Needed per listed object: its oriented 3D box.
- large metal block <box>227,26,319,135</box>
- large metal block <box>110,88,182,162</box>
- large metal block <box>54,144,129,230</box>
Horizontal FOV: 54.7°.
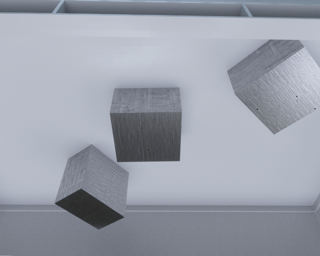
[{"bbox_3d":[0.137,-0.051,0.352,0.080,0.050,0.080,-36,122,26],"label":"large metal block"},{"bbox_3d":[-0.015,-0.003,0.390,0.081,0.050,0.079,-1,130,0],"label":"large metal block"},{"bbox_3d":[-0.093,0.084,0.444,0.050,0.080,0.080,-31,124,23],"label":"large metal block"}]
